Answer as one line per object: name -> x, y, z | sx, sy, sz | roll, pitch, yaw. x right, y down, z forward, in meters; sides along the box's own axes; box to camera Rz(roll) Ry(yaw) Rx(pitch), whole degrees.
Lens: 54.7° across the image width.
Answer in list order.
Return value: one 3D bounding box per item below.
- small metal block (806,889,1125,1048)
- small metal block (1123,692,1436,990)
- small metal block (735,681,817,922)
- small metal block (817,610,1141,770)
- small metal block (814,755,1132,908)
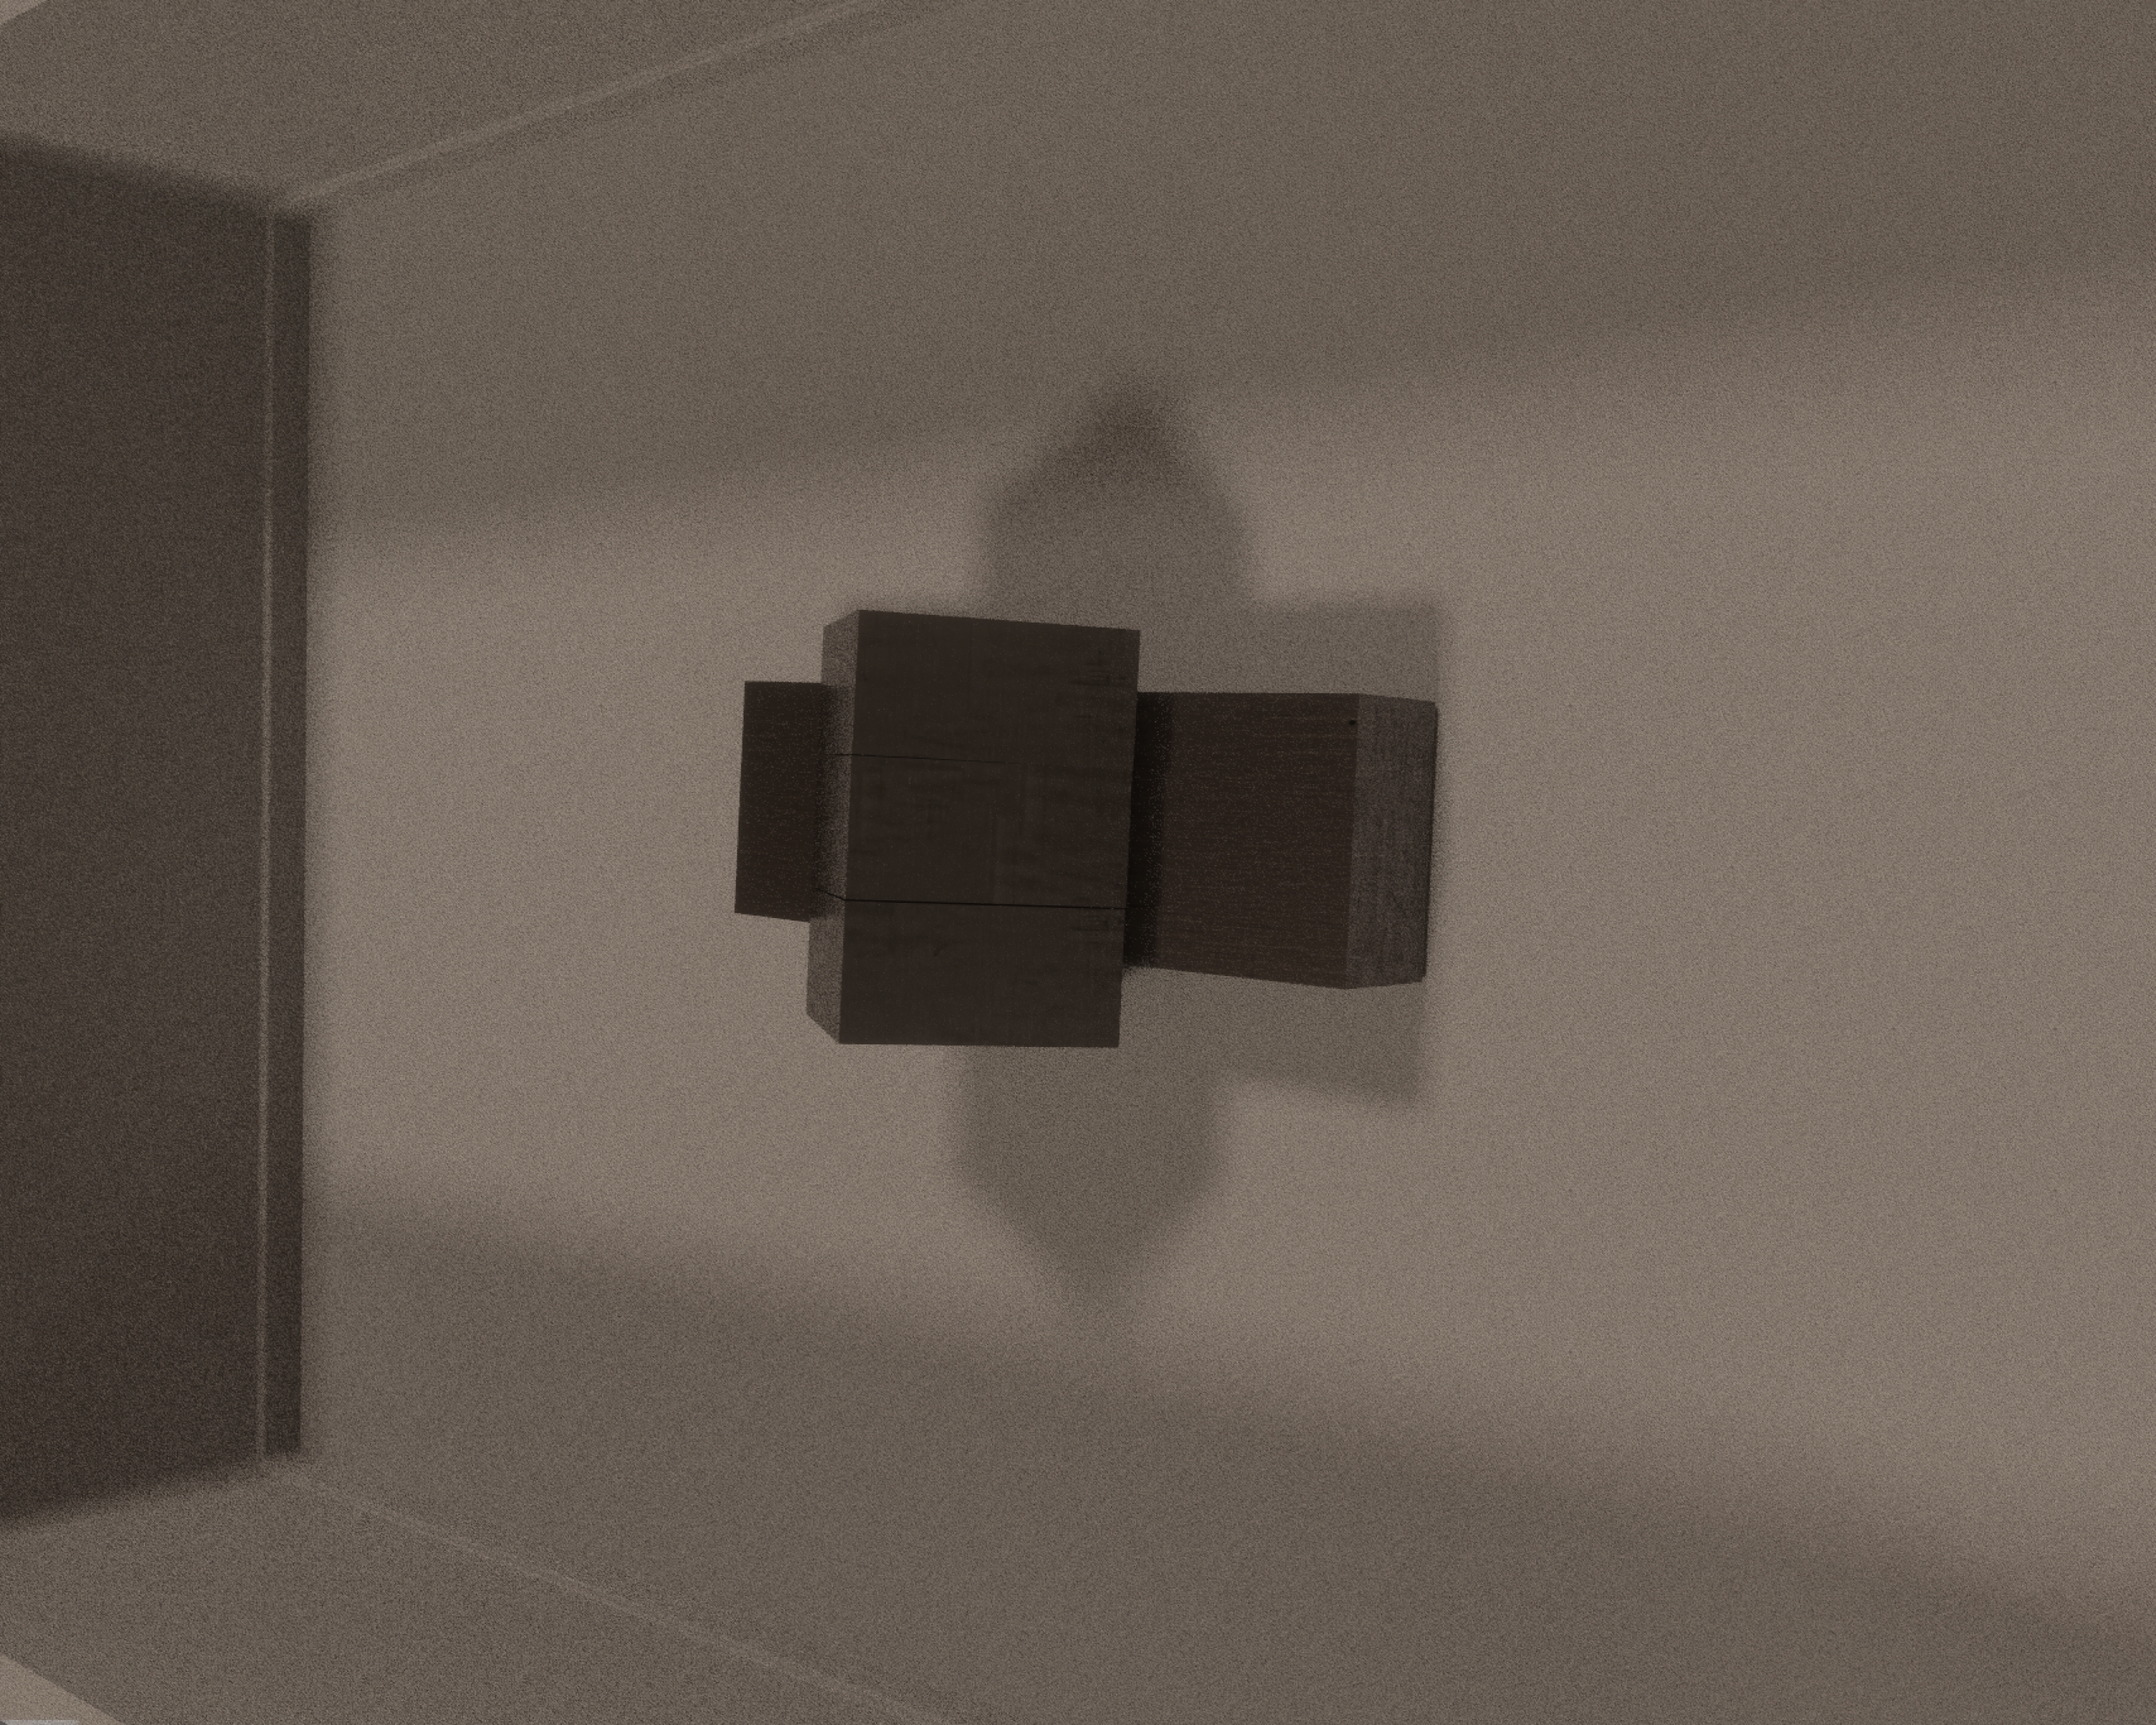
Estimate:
small metal block -> -0.023, 0.019, 0.392 | 0.050, 0.050, 0.025 | -172, 84, -76
small metal block -> 0.035, -0.005, 0.375 | 0.050, 0.025, 0.050 | 4, 93, 39
small metal block -> -0.045, -0.012, 0.440 | 0.050, 0.025, 0.050 | 5, 93, 39
small metal block -> -0.020, -0.031, 0.389 | 0.050, 0.050, 0.025 | -169, 81, -76
small metal block -> -0.021, -0.006, 0.391 | 0.050, 0.050, 0.025 | -172, 84, -76
